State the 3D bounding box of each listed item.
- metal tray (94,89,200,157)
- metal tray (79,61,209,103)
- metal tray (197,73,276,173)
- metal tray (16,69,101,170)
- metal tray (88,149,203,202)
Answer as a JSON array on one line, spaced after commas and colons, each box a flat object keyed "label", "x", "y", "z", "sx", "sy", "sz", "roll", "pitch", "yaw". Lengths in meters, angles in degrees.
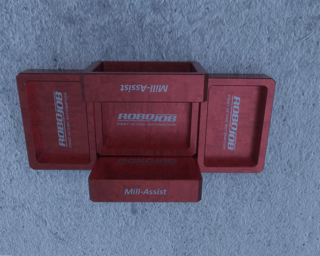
[{"label": "metal tray", "x": -0.017, "y": -0.010, "z": 0.404, "sx": 0.131, "sy": 0.030, "sz": 0.089, "roll": 1, "pitch": 110, "yaw": -1}, {"label": "metal tray", "x": -0.016, "y": -0.056, "z": 0.356, "sx": 0.131, "sy": 0.090, "sz": 0.030, "roll": 0, "pitch": 110, "yaw": -1}, {"label": "metal tray", "x": 0.095, "y": -0.005, "z": 0.408, "sx": 0.091, "sy": 0.030, "sz": 0.129, "roll": 0, "pitch": 110, "yaw": -1}, {"label": "metal tray", "x": -0.127, "y": -0.009, "z": 0.403, "sx": 0.091, "sy": 0.030, "sz": 0.129, "roll": 0, "pitch": 110, "yaw": -1}, {"label": "metal tray", "x": -0.017, "y": 0.057, "z": 0.396, "sx": 0.131, "sy": 0.090, "sz": 0.030, "roll": 0, "pitch": 110, "yaw": -1}]
